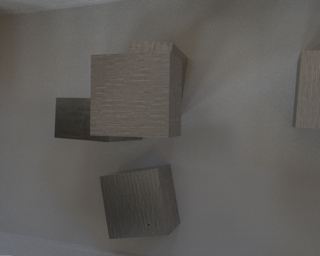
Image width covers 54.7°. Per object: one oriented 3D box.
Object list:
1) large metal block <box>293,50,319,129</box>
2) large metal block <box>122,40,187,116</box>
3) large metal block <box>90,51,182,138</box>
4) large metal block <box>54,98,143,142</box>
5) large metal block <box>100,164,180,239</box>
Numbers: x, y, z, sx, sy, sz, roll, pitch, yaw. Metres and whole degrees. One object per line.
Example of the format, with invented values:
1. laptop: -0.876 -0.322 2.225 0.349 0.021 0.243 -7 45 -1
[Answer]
1. large metal block: 0.190 -0.037 0.331 0.080 0.050 0.079 4 92 19
2. large metal block: -0.004 -0.057 0.381 0.050 0.080 0.079 8 93 16
3. large metal block: -0.023 -0.032 0.318 0.080 0.050 0.079 1 91 16
4. large metal block: -0.076 -0.011 0.403 0.080 0.080 0.050 3 91 25
5. large metal block: -0.025 0.095 0.405 0.080 0.050 0.080 -11 87 19
